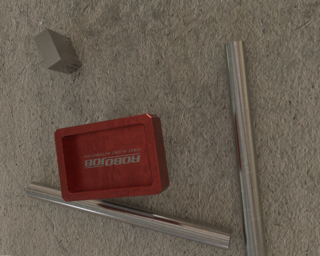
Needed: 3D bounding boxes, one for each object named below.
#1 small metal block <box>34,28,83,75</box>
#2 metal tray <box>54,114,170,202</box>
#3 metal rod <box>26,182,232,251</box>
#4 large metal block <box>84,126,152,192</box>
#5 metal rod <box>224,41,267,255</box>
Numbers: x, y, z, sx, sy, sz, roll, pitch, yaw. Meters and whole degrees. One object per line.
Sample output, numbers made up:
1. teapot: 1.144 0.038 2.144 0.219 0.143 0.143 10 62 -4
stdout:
1. small metal block: -0.145 -0.109 0.445 0.025 0.050 0.050 -29 81 17
2. metal tray: -0.060 0.037 0.373 0.130 0.030 0.089 -9 87 19
3. metal rod: -0.055 0.116 0.427 0.301 0.025 0.025 9 93 19
4. large metal block: -0.052 0.038 0.413 0.080 0.050 0.079 2 91 19
5. metal rod: 0.104 0.046 0.371 0.025 0.025 0.298 -6 88 19
